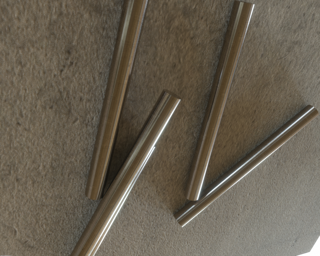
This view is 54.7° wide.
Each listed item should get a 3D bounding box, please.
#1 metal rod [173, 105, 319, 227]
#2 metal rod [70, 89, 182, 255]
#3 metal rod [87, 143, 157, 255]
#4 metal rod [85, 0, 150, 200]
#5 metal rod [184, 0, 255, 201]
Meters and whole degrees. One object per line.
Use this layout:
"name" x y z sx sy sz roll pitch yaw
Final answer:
"metal rod" 0.147 0.063 0.529 0.301 0.025 0.025 -39 130 -3
"metal rod" -0.057 0.084 0.405 0.025 0.025 0.298 19 109 -36
"metal rod" -0.086 0.144 0.450 0.025 0.025 0.298 18 109 -36
"metal rod" -0.049 -0.043 0.354 0.025 0.025 0.298 2 118 -30
"metal rod" 0.076 -0.020 0.438 0.025 0.025 0.298 -4 120 -27
